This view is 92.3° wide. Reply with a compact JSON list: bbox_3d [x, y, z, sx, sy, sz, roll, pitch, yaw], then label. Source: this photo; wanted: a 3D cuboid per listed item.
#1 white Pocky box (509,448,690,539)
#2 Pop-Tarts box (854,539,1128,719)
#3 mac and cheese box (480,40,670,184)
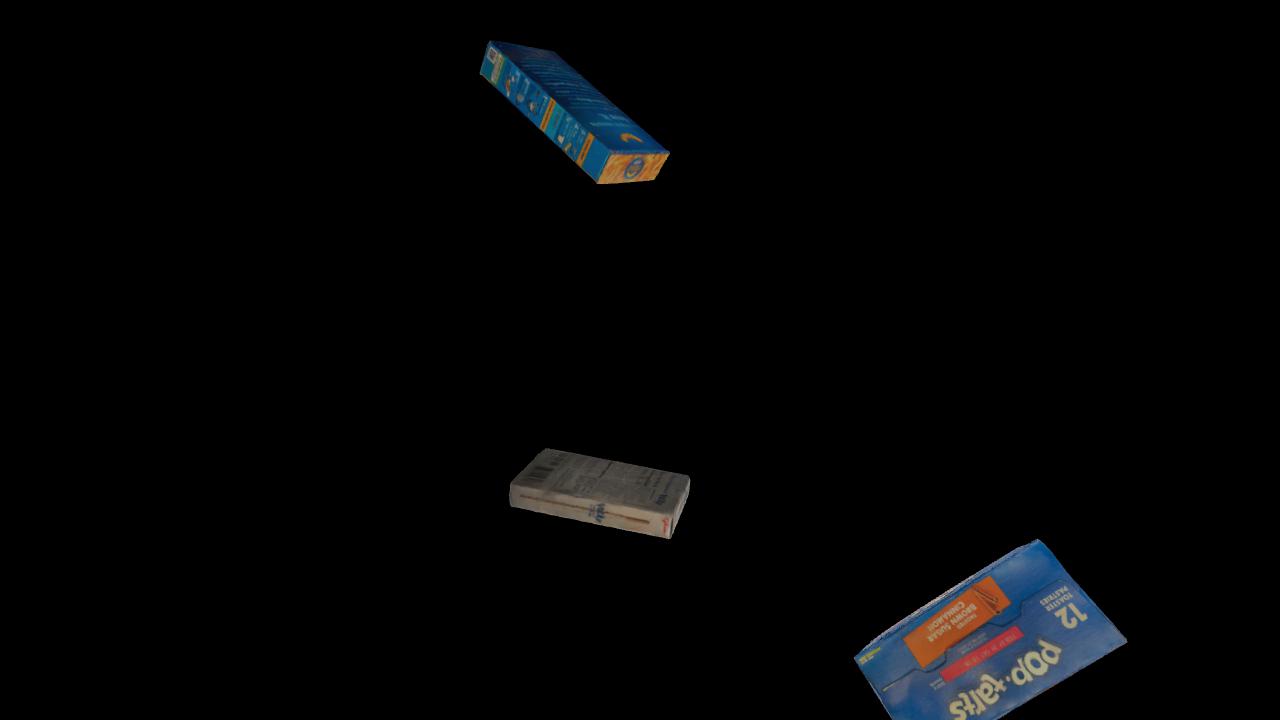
[{"bbox_3d":[-0.035,0.122,0.579,0.154,0.028,0.084,8,16,13],"label":"white Pocky box"},{"bbox_3d":[0.274,0.230,0.502,0.167,0.083,0.141,-39,-30,9],"label":"Pop-Tarts box"},{"bbox_3d":[-0.065,-0.245,0.609,0.093,0.184,0.041,-22,-28,-50],"label":"mac and cheese box"}]
